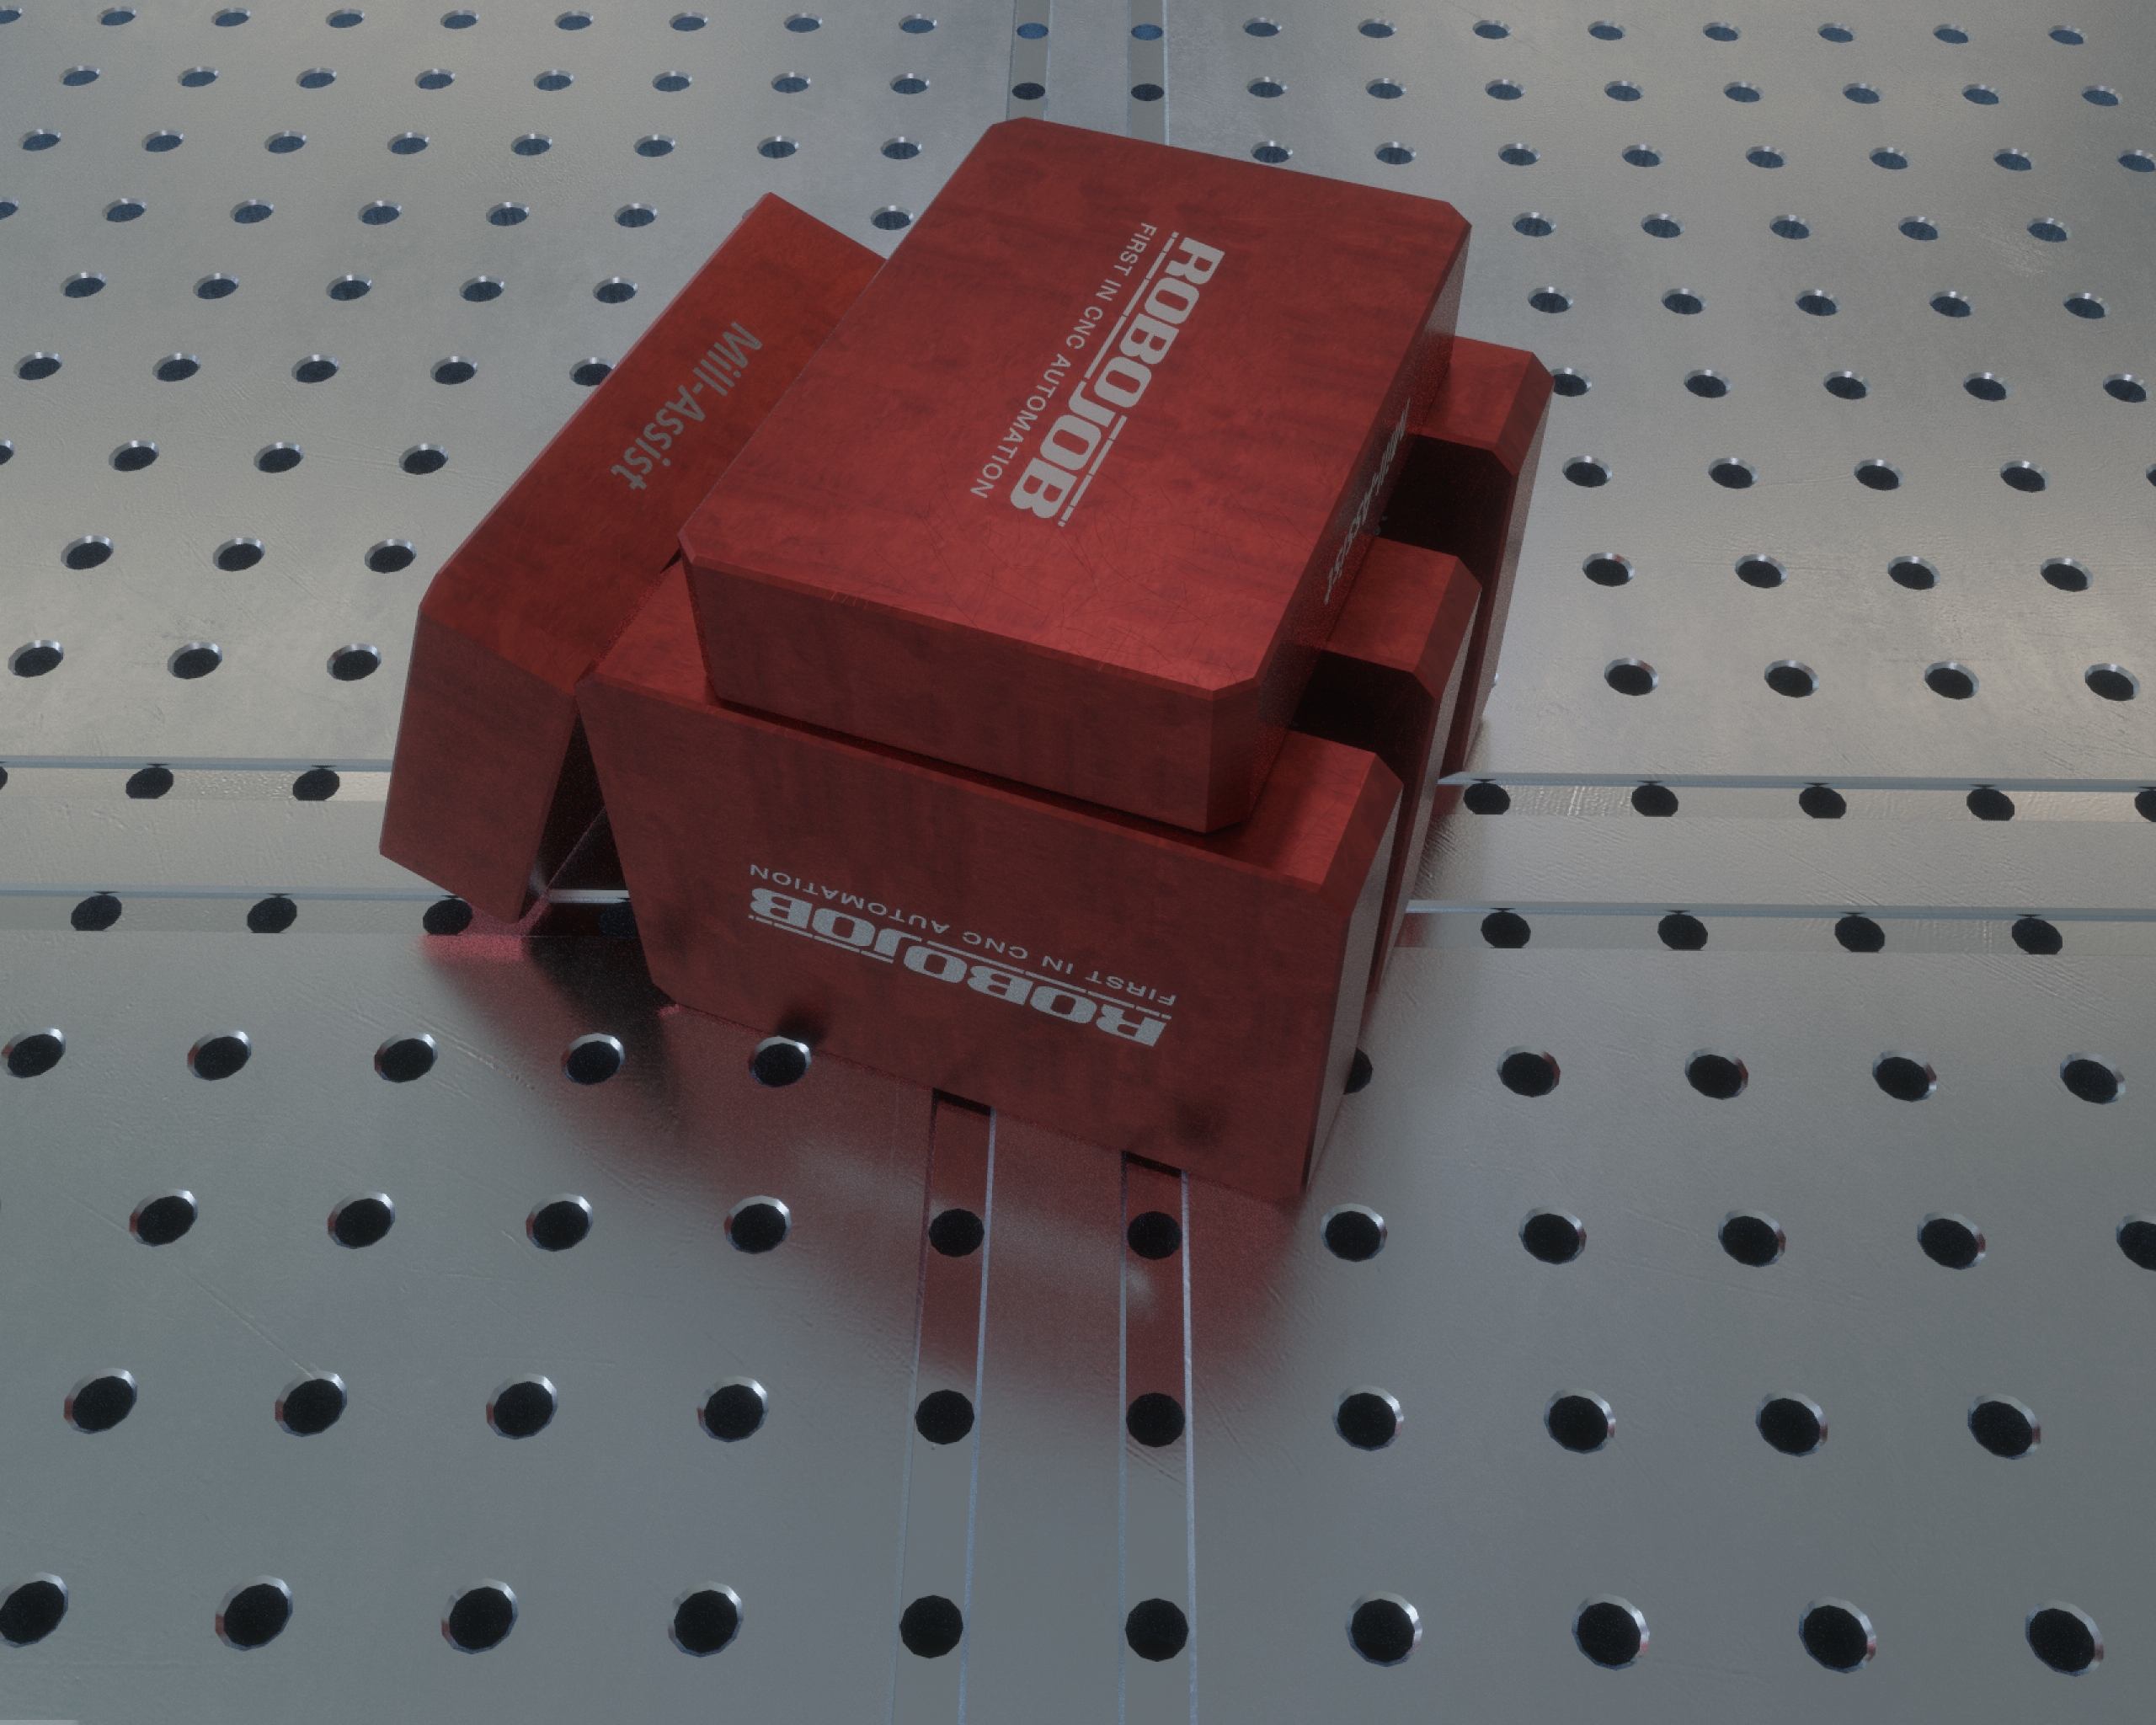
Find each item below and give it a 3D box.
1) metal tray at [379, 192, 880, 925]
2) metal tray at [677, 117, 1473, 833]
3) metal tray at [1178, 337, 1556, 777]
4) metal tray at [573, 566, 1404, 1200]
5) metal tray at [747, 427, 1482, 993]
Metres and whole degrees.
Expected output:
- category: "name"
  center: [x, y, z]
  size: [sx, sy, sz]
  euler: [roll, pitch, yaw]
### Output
- category: "metal tray"
  center: [-0.086, -0.061, 0.413]
  size: [0.030, 0.090, 0.130]
  euler: [30, 53, -4]
- category: "metal tray"
  center: [0.005, -0.070, 0.346]
  size: [0.090, 0.030, 0.130]
  euler: [16, 52, 13]
- category: "metal tray"
  center: [0.023, -0.072, 0.425]
  size: [0.130, 0.090, 0.030]
  euler: [16, 53, 13]
- category: "metal tray"
  center: [-0.015, 0.005, 0.361]
  size: [0.130, 0.090, 0.030]
  euler: [17, 52, 13]
- category: "metal tray"
  center: [0.001, -0.029, 0.388]
  size: [0.130, 0.090, 0.030]
  euler: [16, 51, 12]
